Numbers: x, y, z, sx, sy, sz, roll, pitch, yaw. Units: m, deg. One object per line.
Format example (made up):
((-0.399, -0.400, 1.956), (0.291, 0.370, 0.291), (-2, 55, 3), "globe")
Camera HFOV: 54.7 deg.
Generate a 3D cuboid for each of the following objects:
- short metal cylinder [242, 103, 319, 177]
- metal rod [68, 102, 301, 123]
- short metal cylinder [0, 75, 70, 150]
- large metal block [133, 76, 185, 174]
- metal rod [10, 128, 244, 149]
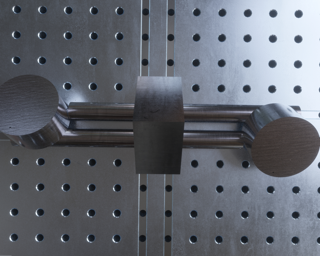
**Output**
((0.148, 0.014, 0.389), (0.081, 0.050, 0.079), (0, 112, 0), "short metal cylinder")
((0.032, -0.020, 0.413), (0.302, 0.025, 0.025), (1, 90, 0), "metal rod")
((-0.159, -0.019, 0.385), (0.081, 0.050, 0.080), (0, 67, -1), "short metal cylinder")
((-0.001, -0.004, 0.356), (0.050, 0.080, 0.079), (1, 132, 0), "large metal block")
((-0.042, 0.014, 0.412), (0.302, 0.025, 0.025), (1, 90, 0), "metal rod")
